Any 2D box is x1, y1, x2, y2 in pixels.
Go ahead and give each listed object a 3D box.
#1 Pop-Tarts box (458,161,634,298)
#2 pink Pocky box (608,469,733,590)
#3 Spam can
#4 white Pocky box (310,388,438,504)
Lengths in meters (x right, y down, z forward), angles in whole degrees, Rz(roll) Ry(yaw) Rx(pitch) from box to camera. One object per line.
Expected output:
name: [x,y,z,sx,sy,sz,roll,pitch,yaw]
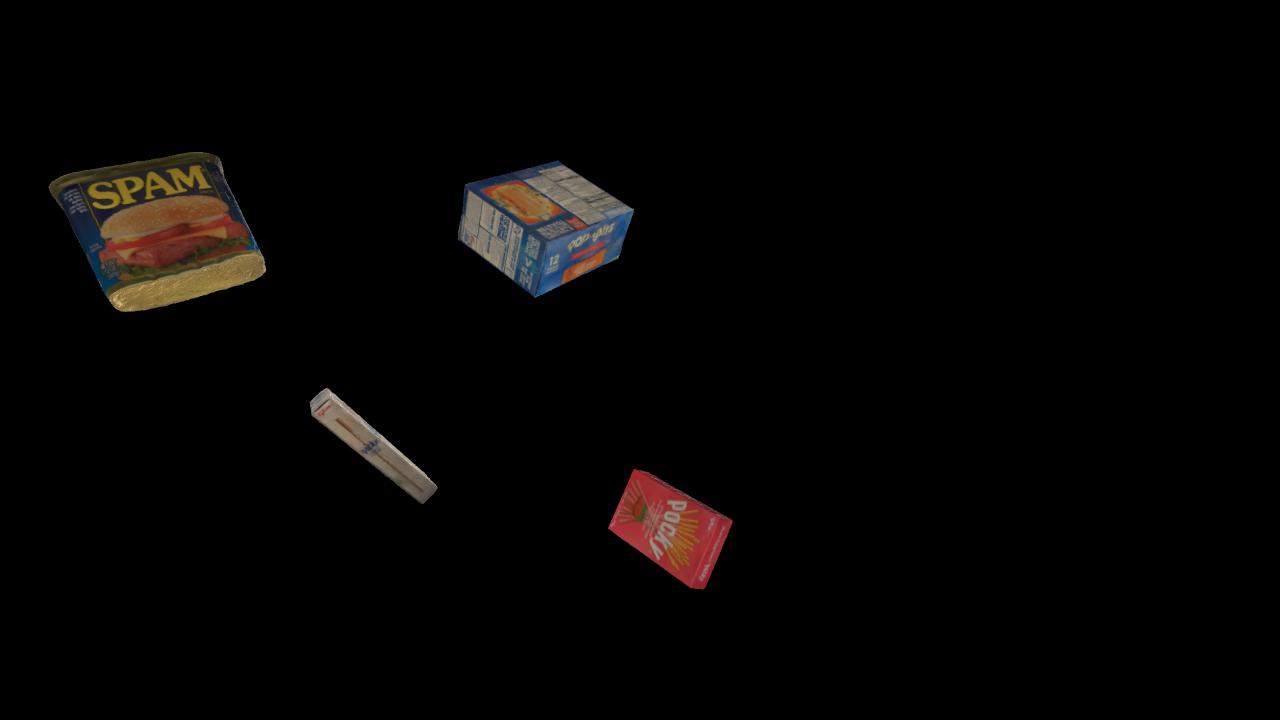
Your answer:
Pop-Tarts box: [-0.118,-0.173,0.786,0.141,0.083,0.167,36,42,18]
pink Pocky box: [0.031,0.194,0.725,0.029,0.084,0.155,27,-5,-42]
Spam can: [-0.339,-0.091,0.442,0.101,0.085,0.058,-26,-1,-31]
white Pocky box: [-0.297,0.096,0.685,0.154,0.028,0.084,50,-19,-24]
